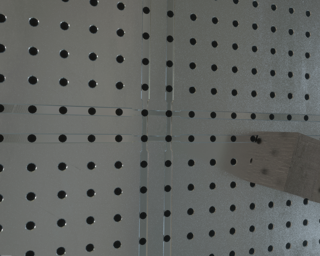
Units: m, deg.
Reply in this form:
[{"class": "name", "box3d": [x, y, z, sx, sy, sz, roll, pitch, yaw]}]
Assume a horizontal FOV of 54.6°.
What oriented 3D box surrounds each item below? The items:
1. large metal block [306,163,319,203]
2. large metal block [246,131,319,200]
[{"class": "large metal block", "box3d": [0.280, 0.071, 0.502, 0.081, 0.050, 0.080, -14, 95, -20]}, {"class": "large metal block", "box3d": [0.179, 0.051, 0.449, 0.050, 0.080, 0.080, 19, 84, -19]}]
